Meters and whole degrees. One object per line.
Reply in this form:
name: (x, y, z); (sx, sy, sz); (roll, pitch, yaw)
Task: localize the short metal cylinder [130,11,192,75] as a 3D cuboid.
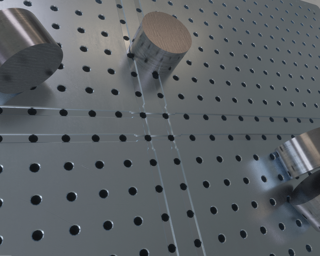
short metal cylinder: (0.001, -0.129, 0.471); (0.081, 0.050, 0.080); (14, 56, -21)

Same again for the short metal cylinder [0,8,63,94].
short metal cylinder: (-0.156, -0.082, 0.339); (0.081, 0.080, 0.050); (-33, 80, -38)

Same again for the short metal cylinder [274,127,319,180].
short metal cylinder: (0.224, 0.039, 0.469); (0.081, 0.080, 0.050); (-10, 67, -32)

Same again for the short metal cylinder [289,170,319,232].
short metal cylinder: (0.233, 0.100, 0.437); (0.050, 0.080, 0.080); (48, 51, 5)
